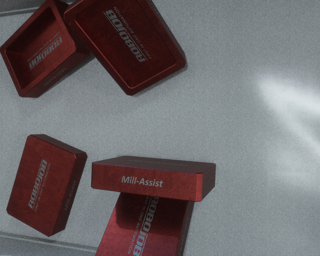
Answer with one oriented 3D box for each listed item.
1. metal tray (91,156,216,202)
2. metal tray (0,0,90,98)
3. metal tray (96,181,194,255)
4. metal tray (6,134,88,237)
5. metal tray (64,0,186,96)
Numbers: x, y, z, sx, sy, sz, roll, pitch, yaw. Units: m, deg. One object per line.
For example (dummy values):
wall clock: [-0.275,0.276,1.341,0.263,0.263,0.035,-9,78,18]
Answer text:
metal tray: [-0.005,0.057,0.376,0.130,0.090,0.030,3,91,19]
metal tray: [-0.172,-0.114,0.456,0.130,0.030,0.090,-31,80,25]
metal tray: [-0.015,0.121,0.370,0.090,0.030,0.130,3,47,20]
metal tray: [-0.172,0.084,0.467,0.090,0.030,0.129,21,97,18]
metal tray: [-0.038,-0.111,0.377,0.090,0.030,0.130,-27,124,18]
